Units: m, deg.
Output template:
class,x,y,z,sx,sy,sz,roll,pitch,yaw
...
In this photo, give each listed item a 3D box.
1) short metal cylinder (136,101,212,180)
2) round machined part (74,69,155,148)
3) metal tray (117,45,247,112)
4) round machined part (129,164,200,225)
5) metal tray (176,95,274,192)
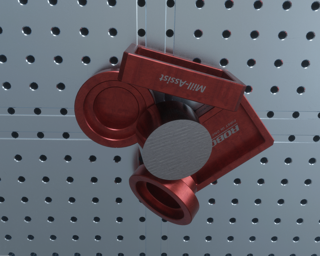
class,x,y,z,sx,sy,sz,roll,pitch,yaw
short metal cylinder,0.015,0.014,0.366,0.081,0.050,0.079,-6,120,-11
round machined part,-0.054,-0.027,0.394,0.099,0.042,0.097,0,110,-1
metal tray,0.023,-0.061,0.356,0.131,0.090,0.030,14,110,-6
round machined part,0.010,0.082,0.416,0.098,0.042,0.097,26,145,20
metal tray,0.072,0.017,0.417,0.130,0.030,0.090,-35,107,11
